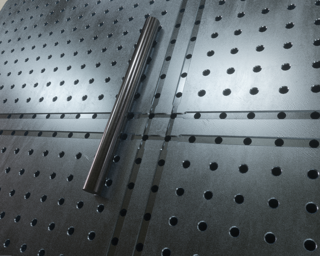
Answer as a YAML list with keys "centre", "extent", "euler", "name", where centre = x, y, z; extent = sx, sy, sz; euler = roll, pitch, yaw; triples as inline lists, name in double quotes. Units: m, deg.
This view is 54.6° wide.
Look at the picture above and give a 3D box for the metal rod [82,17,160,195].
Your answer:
- centre: [-0.051, -0.048, 0.465]
  extent: [0.025, 0.025, 0.300]
  euler: [2, 62, 29]
  name: "metal rod"
